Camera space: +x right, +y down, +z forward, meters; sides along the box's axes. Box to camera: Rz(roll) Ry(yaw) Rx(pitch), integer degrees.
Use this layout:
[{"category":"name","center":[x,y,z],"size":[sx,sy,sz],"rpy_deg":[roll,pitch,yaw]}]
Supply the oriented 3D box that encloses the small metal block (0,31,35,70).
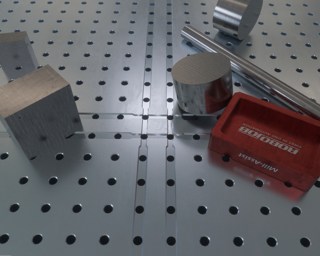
[{"category":"small metal block","center":[-0.232,-0.123,0.493],"size":[0.050,0.050,0.025],"rpy_deg":[-8,51,-7]}]

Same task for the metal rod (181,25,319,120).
[{"category":"metal rod","center":[0.144,-0.084,0.478],"size":[0.025,0.025,0.300],"rpy_deg":[-33,58,-25]}]

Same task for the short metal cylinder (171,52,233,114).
[{"category":"short metal cylinder","center":[0.060,-0.064,0.432],"size":[0.080,0.050,0.080],"rpy_deg":[-9,40,8]}]

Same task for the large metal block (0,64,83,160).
[{"category":"large metal block","center":[-0.152,-0.019,0.387],"size":[0.080,0.080,0.050],"rpy_deg":[-35,59,-26]}]

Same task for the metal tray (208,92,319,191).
[{"category":"metal tray","center":[0.140,0.012,0.395],"size":[0.130,0.030,0.090],"rpy_deg":[24,54,19]}]

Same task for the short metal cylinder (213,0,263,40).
[{"category":"short metal cylinder","center":[0.136,-0.202,0.543],"size":[0.050,0.080,0.080],"rpy_deg":[33,57,24]}]
